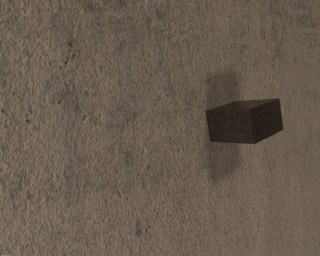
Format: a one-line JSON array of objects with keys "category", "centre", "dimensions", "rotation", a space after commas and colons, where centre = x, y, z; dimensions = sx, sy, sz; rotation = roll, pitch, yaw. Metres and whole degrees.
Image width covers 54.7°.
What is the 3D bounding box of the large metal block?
[{"category": "large metal block", "centre": [0.132, -0.012, 0.482], "dimensions": [0.081, 0.080, 0.050], "rotation": [-18, 102, -39]}]
